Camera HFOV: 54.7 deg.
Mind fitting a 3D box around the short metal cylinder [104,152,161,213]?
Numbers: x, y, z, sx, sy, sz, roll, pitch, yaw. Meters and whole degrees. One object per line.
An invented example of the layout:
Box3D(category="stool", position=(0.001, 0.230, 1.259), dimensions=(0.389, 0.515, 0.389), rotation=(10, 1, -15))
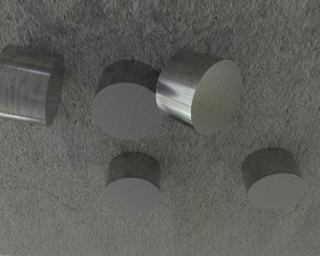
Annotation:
Box3D(category="short metal cylinder", position=(-0.040, 0.081, 0.459), dimensions=(0.081, 0.050, 0.079), rotation=(0, 130, 0))

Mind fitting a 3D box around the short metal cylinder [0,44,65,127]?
Box3D(category="short metal cylinder", position=(-0.138, -0.045, 0.332), dimensions=(0.050, 0.080, 0.079), rotation=(10, 129, -9))

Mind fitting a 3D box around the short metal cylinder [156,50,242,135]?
Box3D(category="short metal cylinder", position=(0.042, -0.039, 0.331), dimensions=(0.081, 0.050, 0.079), rotation=(-24, 127, -36))

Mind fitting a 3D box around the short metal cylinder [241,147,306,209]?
Box3D(category="short metal cylinder", position=(0.164, 0.074, 0.456), dimensions=(0.081, 0.050, 0.079), rotation=(0, 130, 0))

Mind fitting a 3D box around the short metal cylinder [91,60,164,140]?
Box3D(category="short metal cylinder", position=(-0.036, -0.032, 0.363), dimensions=(0.081, 0.050, 0.079), rotation=(0, 130, 0))
